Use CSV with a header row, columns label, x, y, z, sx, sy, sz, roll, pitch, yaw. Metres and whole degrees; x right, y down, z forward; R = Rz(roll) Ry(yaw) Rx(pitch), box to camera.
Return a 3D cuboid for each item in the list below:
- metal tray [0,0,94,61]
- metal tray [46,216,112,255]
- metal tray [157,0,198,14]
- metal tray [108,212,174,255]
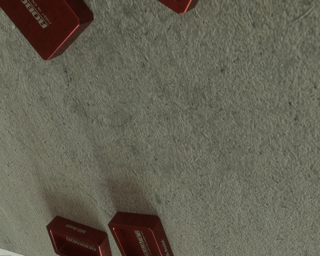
label,x,y,z,sx,sy,sz,roll,pitch,yaw
metal tray,-0.154,-0.162,0.385,0.090,0.030,0.130,-30,102,37
metal tray,-0.165,0.239,0.638,0.130,0.030,0.089,10,123,22
metal tray,0.018,-0.184,0.279,0.090,0.030,0.129,35,129,4
metal tray,-0.029,0.211,0.549,0.090,0.030,0.129,-4,117,30
